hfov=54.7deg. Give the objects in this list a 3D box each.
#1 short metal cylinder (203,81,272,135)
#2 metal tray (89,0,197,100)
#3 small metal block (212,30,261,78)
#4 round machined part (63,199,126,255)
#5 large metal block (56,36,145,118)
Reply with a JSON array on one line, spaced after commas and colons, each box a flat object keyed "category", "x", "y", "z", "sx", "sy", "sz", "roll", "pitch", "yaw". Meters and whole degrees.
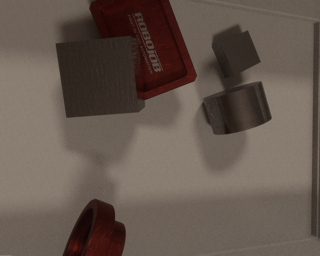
[{"category": "short metal cylinder", "x": 0.105, "y": -0.028, "z": 0.421, "sx": 0.081, "sy": 0.080, "sz": 0.050, "roll": -20, "pitch": 97, "yaw": -19}, {"category": "metal tray", "x": -0.018, "y": -0.104, "z": 0.381, "sx": 0.090, "sy": 0.030, "sz": 0.129, "roll": -20, "pitch": 98, "yaw": 9}, {"category": "small metal block", "x": 0.112, "y": -0.108, "z": 0.453, "sx": 0.050, "sy": 0.025, "sz": 0.050, "roll": -29, "pitch": 100, "yaw": -18}, {"category": "round machined part", "x": -0.073, "y": 0.133, "z": 0.346, "sx": 0.042, "sy": 0.098, "sz": 0.098, "roll": 27, "pitch": 81, "yaw": -18}, {"category": "large metal block", "x": -0.064, "y": -0.058, "z": 0.353, "sx": 0.080, "sy": 0.050, "sz": 0.079, "roll": -4, "pitch": 100, "yaw": 6}]
